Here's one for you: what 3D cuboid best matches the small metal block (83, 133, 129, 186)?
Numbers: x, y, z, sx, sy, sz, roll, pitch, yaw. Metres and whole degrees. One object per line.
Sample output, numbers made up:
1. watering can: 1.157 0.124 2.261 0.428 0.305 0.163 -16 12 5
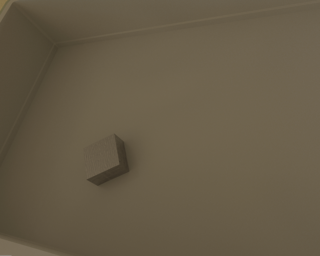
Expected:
1. small metal block: -0.073 0.043 0.419 0.050 0.025 0.050 -25 53 12
